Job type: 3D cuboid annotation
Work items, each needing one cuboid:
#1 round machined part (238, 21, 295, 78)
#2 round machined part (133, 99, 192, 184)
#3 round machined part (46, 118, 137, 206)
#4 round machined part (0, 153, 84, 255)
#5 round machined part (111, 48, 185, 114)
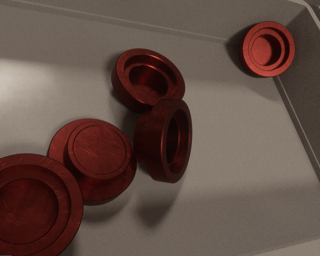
[{"bbox_3d":[0.189,-0.140,0.565,0.099,0.042,0.097,-1,94,-7],"label":"round machined part"},{"bbox_3d":[0.003,0.014,0.367,0.042,0.098,0.098,4,48,24],"label":"round machined part"},{"bbox_3d":[-0.071,0.031,0.339,0.099,0.042,0.098,14,56,-21],"label":"round machined part"},{"bbox_3d":[-0.121,0.075,0.278,0.099,0.042,0.098,9,64,-18],"label":"round machined part"},{"bbox_3d":[-0.019,-0.057,0.419,0.099,0.042,0.098,14,54,-20],"label":"round machined part"}]
